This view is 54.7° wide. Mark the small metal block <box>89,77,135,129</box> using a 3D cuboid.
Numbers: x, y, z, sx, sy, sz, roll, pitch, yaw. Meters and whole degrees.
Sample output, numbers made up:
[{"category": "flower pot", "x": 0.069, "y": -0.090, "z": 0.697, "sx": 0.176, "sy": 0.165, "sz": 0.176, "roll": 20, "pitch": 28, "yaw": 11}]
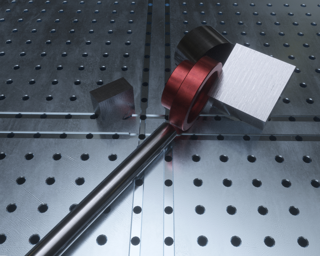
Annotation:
[{"category": "small metal block", "x": -0.063, "y": -0.034, "z": 0.419, "sx": 0.050, "sy": 0.050, "sz": 0.025, "roll": -28, "pitch": 56, "yaw": -22}]

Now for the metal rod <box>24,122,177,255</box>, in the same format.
[{"category": "metal rod", "x": -0.081, "y": 0.093, "z": 0.328, "sx": 0.025, "sy": 0.025, "sz": 0.301, "roll": 31, "pitch": 56, "yaw": 23}]

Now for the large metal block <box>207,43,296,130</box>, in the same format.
[{"category": "large metal block", "x": 0.121, "y": -0.054, "z": 0.415, "sx": 0.080, "sy": 0.050, "sz": 0.080, "roll": 28, "pitch": 85, "yaw": 19}]

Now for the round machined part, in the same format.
[{"category": "round machined part", "x": 0.037, "y": -0.049, "z": 0.399, "sx": 0.042, "sy": 0.097, "sz": 0.098, "roll": 31, "pitch": 56, "yaw": 15}]

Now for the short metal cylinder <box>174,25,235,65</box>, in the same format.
[{"category": "short metal cylinder", "x": 0.069, "y": -0.103, "z": 0.459, "sx": 0.081, "sy": 0.080, "sz": 0.050, "roll": -22, "pitch": 53, "yaw": -18}]
